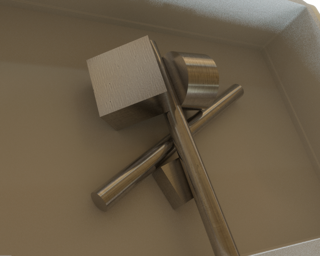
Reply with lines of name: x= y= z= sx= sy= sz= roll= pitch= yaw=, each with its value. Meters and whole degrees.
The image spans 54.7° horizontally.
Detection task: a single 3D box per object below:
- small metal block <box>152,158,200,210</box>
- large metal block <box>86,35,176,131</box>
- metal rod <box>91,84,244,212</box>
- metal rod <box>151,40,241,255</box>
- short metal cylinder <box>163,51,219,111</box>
small metal block: x=0.028 y=0.064 z=0.381 sx=0.050 sy=0.025 sz=0.050 roll=-24 pitch=75 yaw=-37
large metal block: x=-0.035 y=-0.053 z=0.378 sx=0.080 sy=0.050 sz=0.080 roll=-20 pitch=67 yaw=7
metal rod: x=0.032 y=0.008 z=0.417 sx=0.025 sy=0.025 sz=0.302 roll=49 pitch=51 yaw=6
metal rod: x=0.029 y=0.014 z=0.379 sx=0.025 sy=0.025 sz=0.299 roll=-5 pitch=63 yaw=-31
short metal cylinder: x=0.035 y=-0.063 z=0.427 sx=0.050 sy=0.080 sz=0.080 roll=-4 pitch=64 yaw=-32
